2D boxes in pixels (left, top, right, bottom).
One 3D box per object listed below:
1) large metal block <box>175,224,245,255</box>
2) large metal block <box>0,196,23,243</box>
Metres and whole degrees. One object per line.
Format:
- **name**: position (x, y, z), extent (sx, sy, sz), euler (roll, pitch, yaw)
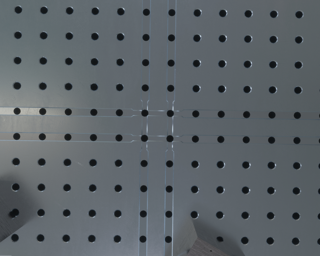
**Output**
- **large metal block**: position (0.060, 0.187, 0.401), extent (0.080, 0.050, 0.080), euler (31, 90, 0)
- **large metal block**: position (-0.232, 0.117, 0.385), extent (0.050, 0.080, 0.080), euler (-36, 90, 0)
